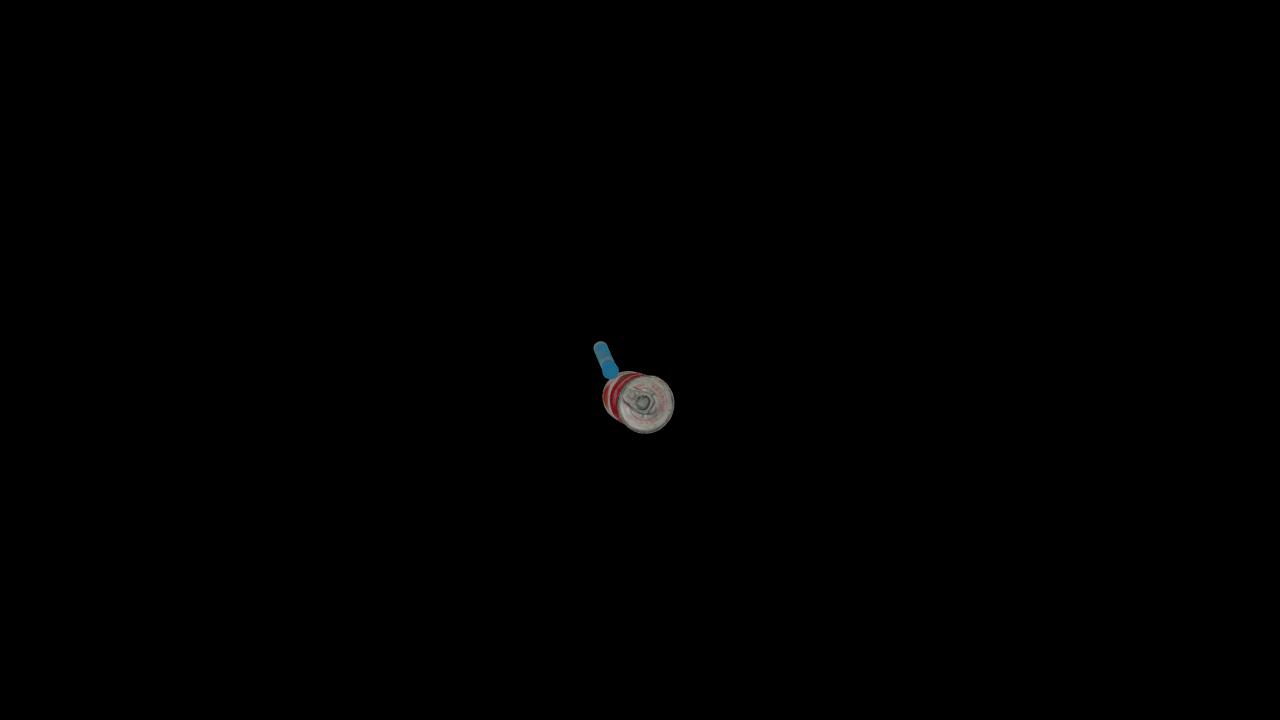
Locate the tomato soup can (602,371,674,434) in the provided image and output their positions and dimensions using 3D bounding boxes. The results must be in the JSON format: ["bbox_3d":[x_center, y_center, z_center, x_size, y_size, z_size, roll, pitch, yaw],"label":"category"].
[{"bbox_3d":[-0.004,0.049,0.746,0.068,0.068,0.101,0,2,-14],"label":"tomato soup can"}]

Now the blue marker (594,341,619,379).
[{"bbox_3d":[-0.041,-0.001,0.738,0.020,0.020,0.121,0,14,-9],"label":"blue marker"}]
